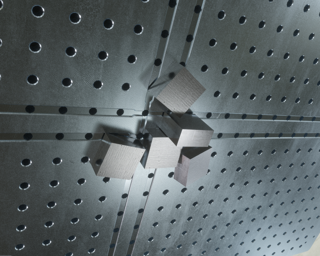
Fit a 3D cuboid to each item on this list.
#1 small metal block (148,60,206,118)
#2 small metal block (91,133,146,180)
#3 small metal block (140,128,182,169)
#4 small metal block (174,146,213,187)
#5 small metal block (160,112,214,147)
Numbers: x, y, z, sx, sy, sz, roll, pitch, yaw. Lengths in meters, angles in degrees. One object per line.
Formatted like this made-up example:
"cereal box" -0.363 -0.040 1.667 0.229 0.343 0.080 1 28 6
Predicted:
"small metal block" 0.022 -0.049 0.395 0.050 0.025 0.050 -48 129 5
"small metal block" -0.055 0.038 0.406 0.050 0.025 0.050 14 111 -35
"small metal block" 0.002 0.028 0.432 0.050 0.025 0.050 0 118 -29
"small metal block" 0.049 0.052 0.463 0.050 0.025 0.050 -22 130 -39
"small metal block" 0.035 0.002 0.417 0.050 0.050 0.025 3 117 -30
